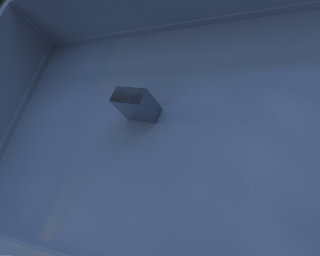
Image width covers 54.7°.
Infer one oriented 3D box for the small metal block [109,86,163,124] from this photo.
[{"bbox_3d":[-0.032,-0.032,0.425,0.050,0.050,0.025,9,67,32],"label":"small metal block"}]
